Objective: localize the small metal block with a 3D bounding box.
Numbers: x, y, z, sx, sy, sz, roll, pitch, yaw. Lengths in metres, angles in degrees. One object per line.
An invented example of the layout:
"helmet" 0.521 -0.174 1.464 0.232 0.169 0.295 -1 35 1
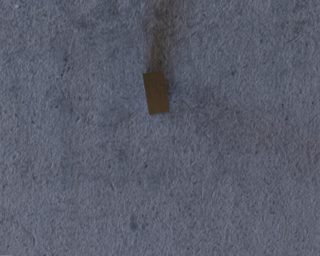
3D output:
"small metal block" -0.005 -0.043 0.397 0.025 0.050 0.050 -9 90 0
